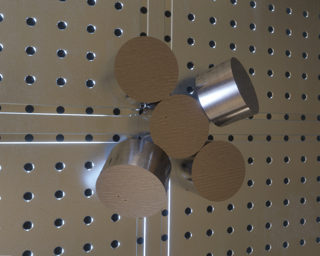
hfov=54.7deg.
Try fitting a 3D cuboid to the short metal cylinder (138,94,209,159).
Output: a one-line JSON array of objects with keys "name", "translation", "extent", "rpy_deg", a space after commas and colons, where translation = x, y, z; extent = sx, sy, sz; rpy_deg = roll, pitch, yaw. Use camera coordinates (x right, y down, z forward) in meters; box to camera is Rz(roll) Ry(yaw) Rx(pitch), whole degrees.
[{"name": "short metal cylinder", "translation": [0.017, -0.002, 0.406], "extent": [0.081, 0.050, 0.079], "rpy_deg": [0, 90, -21]}]

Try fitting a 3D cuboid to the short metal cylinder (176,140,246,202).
[{"name": "short metal cylinder", "translation": [0.069, 0.056, 0.426], "extent": [0.081, 0.050, 0.079], "rpy_deg": [0, 90, -21]}]

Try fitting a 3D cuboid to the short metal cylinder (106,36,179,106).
[{"name": "short metal cylinder", "translation": [-0.023, -0.070, 0.391], "extent": [0.081, 0.050, 0.079], "rpy_deg": [0, 90, -21]}]

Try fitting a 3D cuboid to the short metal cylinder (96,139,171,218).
[{"name": "short metal cylinder", "translation": [-0.029, 0.060, 0.367], "extent": [0.080, 0.050, 0.079], "rpy_deg": [4, 121, 7]}]

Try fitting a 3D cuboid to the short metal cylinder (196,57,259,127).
[{"name": "short metal cylinder", "translation": [0.091, -0.047, 0.412], "extent": [0.080, 0.050, 0.080], "rpy_deg": [36, 42, -41]}]
